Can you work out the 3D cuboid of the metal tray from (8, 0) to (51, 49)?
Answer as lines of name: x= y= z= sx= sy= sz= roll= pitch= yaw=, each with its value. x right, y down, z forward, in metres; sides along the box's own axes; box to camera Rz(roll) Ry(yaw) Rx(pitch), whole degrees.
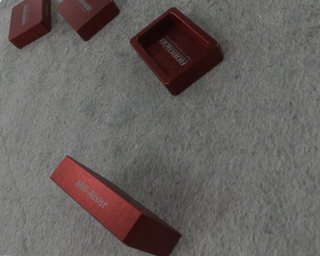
metal tray: x=-0.294 y=-0.248 z=0.704 sx=0.090 sy=0.030 sz=0.130 roll=-24 pitch=53 yaw=12

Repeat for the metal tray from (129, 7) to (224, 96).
metal tray: x=0.021 y=-0.118 z=0.460 sx=0.090 sy=0.030 sz=0.130 roll=-37 pitch=51 yaw=2

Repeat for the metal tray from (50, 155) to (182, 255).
metal tray: x=-0.048 y=0.084 z=0.334 sx=0.130 sy=0.090 sz=0.030 roll=26 pitch=77 yaw=36

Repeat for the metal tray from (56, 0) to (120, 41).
metal tray: x=-0.147 y=-0.237 z=0.621 sx=0.090 sy=0.030 sz=0.130 roll=-41 pitch=51 yaw=0
